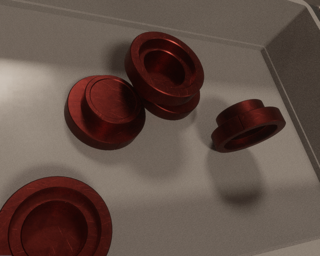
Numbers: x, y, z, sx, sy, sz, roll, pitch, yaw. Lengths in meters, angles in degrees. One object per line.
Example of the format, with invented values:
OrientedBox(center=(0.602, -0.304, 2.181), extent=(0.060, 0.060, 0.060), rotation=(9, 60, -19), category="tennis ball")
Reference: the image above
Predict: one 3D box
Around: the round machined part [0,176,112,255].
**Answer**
OrientedBox(center=(-0.097, 0.097, 0.284), extent=(0.099, 0.042, 0.098), rotation=(14, 56, -21), category="round machined part")

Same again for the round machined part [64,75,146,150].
OrientedBox(center=(-0.062, -0.025, 0.378), extent=(0.099, 0.042, 0.098), rotation=(14, 56, -21), category="round machined part")

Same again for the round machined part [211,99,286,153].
OrientedBox(center=(0.117, -0.005, 0.427), extent=(0.099, 0.097, 0.042), rotation=(-5, 64, -31), category="round machined part")

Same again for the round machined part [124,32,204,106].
OrientedBox(center=(0.002, -0.068, 0.385), extent=(0.099, 0.042, 0.098), rotation=(14, 56, -21), category="round machined part")

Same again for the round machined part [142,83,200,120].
OrientedBox(center=(0.016, -0.063, 0.444), extent=(0.099, 0.042, 0.098), rotation=(14, 56, -21), category="round machined part")
